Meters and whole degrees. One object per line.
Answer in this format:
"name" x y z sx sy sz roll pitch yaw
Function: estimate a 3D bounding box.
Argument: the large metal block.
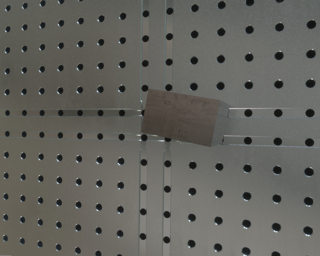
"large metal block" 0.034 -0.012 0.371 0.080 0.080 0.050 12 94 19
